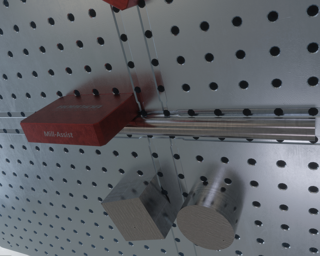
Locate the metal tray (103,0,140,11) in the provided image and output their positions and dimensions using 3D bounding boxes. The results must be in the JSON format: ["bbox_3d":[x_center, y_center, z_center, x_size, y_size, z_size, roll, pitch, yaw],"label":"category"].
[{"bbox_3d":[-0.049,-0.199,0.311,0.090,0.030,0.129,30,128,8],"label":"metal tray"}]

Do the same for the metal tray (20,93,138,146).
[{"bbox_3d":[-0.107,-0.014,0.417,0.130,0.090,0.030,1,119,27],"label":"metal tray"}]

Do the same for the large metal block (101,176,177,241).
[{"bbox_3d":[-0.032,0.130,0.493,0.080,0.050,0.080,-18,109,35],"label":"large metal block"}]

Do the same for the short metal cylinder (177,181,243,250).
[{"bbox_3d":[0.070,0.122,0.434,0.080,0.050,0.079,13,124,21],"label":"short metal cylinder"}]

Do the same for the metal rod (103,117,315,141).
[{"bbox_3d":[0.030,-0.002,0.394,0.300,0.025,0.025,1,119,27],"label":"metal rod"}]
